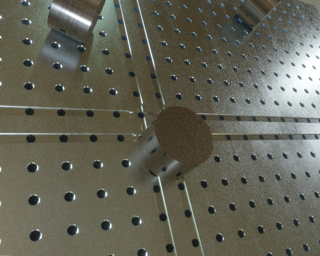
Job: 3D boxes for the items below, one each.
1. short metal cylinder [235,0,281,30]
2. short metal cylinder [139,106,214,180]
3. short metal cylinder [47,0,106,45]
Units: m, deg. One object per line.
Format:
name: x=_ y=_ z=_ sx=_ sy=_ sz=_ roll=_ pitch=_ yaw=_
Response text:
short metal cylinder: x=0.202 y=-0.249 z=0.637 sx=0.050 sy=0.080 sz=0.080 roll=44 pitch=51 yaw=2
short metal cylinder: x=0.020 y=0.019 z=0.393 sx=0.081 sy=0.050 sz=0.080 roll=14 pitch=56 yaw=-21
short metal cylinder: x=-0.108 y=-0.159 z=0.413 sx=0.050 sy=0.080 sz=0.080 roll=24 pitch=53 yaw=-14
